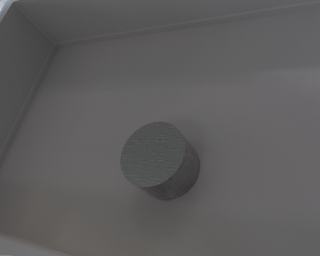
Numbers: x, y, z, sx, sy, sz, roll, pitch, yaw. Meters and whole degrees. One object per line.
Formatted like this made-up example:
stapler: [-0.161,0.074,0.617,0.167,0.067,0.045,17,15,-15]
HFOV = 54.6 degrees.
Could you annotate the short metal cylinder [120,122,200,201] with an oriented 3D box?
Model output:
short metal cylinder: [0.001,0.039,0.366,0.080,0.050,0.080,-13,56,21]
